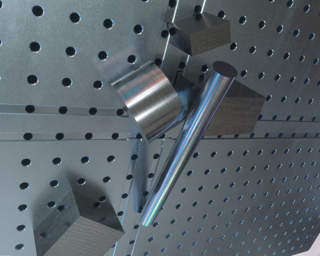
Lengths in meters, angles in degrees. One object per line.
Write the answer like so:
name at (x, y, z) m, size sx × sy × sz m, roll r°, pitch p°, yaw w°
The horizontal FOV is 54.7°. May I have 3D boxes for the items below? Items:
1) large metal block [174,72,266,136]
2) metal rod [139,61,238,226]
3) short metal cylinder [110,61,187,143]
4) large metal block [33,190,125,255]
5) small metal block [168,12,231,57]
large metal block at (0.070, -0.032, 0.396) m, size 0.081 × 0.080 × 0.050 m, roll -2°, pitch 120°, yaw -28°
metal rod at (0.019, 0.045, 0.390) m, size 0.025 × 0.025 × 0.298 m, roll -6°, pitch 140°, yaw -26°
short metal cylinder at (-0.014, -0.029, 0.352) m, size 0.050 × 0.080 × 0.080 m, roll -33°, pitch 129°, yaw -7°
large metal block at (-0.110, 0.143, 0.425) m, size 0.080 × 0.050 × 0.080 m, roll -47°, pitch 130°, yaw 5°
small metal block at (0.044, -0.108, 0.354) m, size 0.050 × 0.050 × 0.025 m, roll -23°, pitch 127°, yaw -15°
